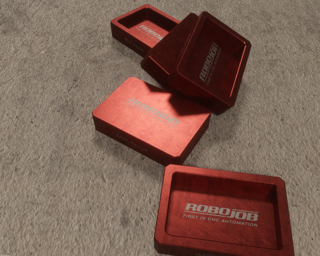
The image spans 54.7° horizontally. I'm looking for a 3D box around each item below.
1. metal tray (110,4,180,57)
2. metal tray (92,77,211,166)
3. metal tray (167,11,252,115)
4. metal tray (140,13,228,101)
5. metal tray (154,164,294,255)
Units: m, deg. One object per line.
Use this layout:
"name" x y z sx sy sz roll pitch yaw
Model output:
"metal tray" -0.011 -0.163 0.536 0.091 0.030 0.130 -36 59 -27
"metal tray" -0.011 -0.011 0.409 0.130 0.030 0.090 26 54 20
"metal tray" 0.073 -0.094 0.436 0.090 0.030 0.130 30 58 -12
"metal tray" 0.044 -0.106 0.464 0.090 0.030 0.130 42 57 -4
"metal tray" 0.064 0.090 0.325 0.131 0.030 0.090 6 50 5
